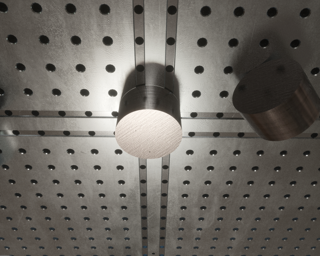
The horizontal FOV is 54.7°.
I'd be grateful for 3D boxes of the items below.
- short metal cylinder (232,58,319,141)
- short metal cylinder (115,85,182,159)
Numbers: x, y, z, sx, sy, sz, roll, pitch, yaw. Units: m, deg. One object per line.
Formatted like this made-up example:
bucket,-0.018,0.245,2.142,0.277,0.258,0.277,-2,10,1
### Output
short metal cylinder,0.131,-0.032,0.351,0.080,0.080,0.050,-31,124,23
short metal cylinder,-0.014,-0.007,0.389,0.081,0.050,0.079,-1,130,0
